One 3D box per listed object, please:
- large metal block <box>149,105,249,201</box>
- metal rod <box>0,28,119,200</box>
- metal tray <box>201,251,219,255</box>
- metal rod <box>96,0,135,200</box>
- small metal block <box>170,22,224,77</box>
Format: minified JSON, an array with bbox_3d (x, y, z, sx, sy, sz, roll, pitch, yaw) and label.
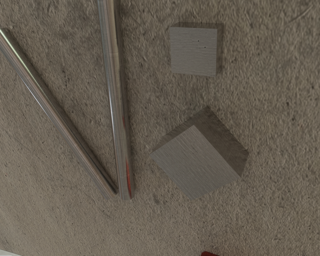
[{"bbox_3d":[0.049,0.033,0.384,0.080,0.050,0.080,48,128,-6],"label":"large metal block"},{"bbox_3d":[-0.155,-0.013,0.478,0.025,0.025,0.299,-21,108,35],"label":"metal rod"},{"bbox_3d":[0.085,0.252,0.449,0.090,0.131,0.030,12,123,21],"label":"metal tray"},{"bbox_3d":[-0.056,-0.020,0.422,0.025,0.025,0.298,12,124,21],"label":"metal rod"},{"bbox_3d":[0.039,-0.085,0.333,0.050,0.025,0.050,10,123,22],"label":"small metal block"}]
